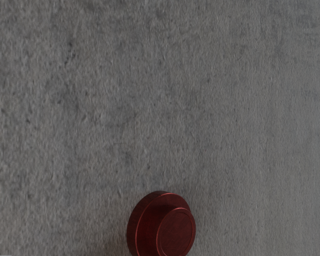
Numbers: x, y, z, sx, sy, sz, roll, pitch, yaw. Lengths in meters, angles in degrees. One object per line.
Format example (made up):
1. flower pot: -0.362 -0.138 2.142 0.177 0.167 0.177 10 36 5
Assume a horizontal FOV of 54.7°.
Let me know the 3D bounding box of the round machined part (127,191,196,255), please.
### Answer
1. round machined part: 0.009 0.134 0.404 0.099 0.042 0.097 0 90 -40
